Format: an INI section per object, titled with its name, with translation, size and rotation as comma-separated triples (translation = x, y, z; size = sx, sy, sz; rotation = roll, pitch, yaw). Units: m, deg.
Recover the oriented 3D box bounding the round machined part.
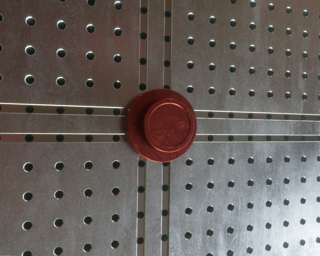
[round machined part]
translation = 0.005, -0.003, 0.406
size = 0.099, 0.042, 0.097
rotation = 0, 90, -21
